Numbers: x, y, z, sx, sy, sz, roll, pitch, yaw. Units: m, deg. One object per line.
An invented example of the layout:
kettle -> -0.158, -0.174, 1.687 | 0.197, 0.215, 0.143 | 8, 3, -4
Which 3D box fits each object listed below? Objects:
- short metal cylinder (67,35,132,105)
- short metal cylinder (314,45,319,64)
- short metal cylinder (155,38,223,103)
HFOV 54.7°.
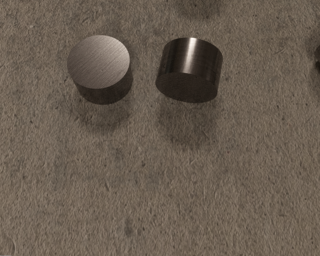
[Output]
short metal cylinder -> -0.079, -0.078, 0.422 | 0.081, 0.050, 0.080 | 0, 70, 0
short metal cylinder -> 0.262, -0.101, 0.419 | 0.081, 0.080, 0.050 | -19, 72, -7
short metal cylinder -> 0.039, -0.073, 0.406 | 0.080, 0.080, 0.050 | 11, 71, 4
